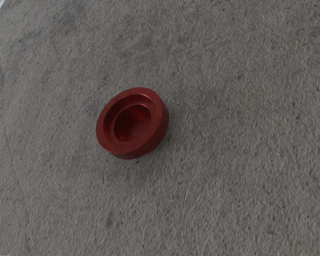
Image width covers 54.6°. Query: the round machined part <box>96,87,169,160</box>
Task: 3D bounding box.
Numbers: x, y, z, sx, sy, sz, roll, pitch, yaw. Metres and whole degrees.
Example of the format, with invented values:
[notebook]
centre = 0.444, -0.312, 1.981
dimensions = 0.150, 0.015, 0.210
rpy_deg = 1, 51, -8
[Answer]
[round machined part]
centre = -0.032, -0.002, 0.412
dimensions = 0.098, 0.042, 0.098
rpy_deg = -13, 56, 21
